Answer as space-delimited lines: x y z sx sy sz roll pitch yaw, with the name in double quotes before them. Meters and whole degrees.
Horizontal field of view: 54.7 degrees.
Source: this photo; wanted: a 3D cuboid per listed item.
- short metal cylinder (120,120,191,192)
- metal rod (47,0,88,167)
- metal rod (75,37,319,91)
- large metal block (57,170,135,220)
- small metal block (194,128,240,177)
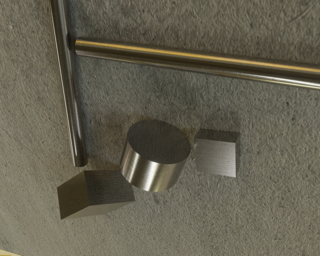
"short metal cylinder" -0.007 0.034 0.395 0.080 0.080 0.050 27 128 11
"metal rod" -0.126 -0.069 0.428 0.025 0.025 0.298 15 125 19
"metal rod" 0.038 -0.073 0.340 0.301 0.025 0.025 12 124 21
"large metal block" -0.099 0.102 0.475 0.080 0.081 0.050 -32 63 38
"small metal block" 0.072 0.030 0.387 0.050 0.025 0.050 6 121 24
